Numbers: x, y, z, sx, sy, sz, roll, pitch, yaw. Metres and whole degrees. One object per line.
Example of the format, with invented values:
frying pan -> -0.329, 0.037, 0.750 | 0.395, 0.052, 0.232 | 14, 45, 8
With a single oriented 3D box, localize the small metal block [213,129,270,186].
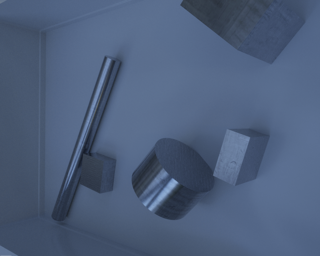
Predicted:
small metal block -> 0.085, 0.028, 0.319 | 0.025, 0.050, 0.050 | 23, 105, 37

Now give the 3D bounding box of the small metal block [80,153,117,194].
small metal block -> -0.097, 0.069, 0.484 | 0.050, 0.025, 0.050 | 13, 98, 39

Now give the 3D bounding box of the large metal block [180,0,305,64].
large metal block -> 0.081, -0.112, 0.303 | 0.080, 0.081, 0.050 | 49, 119, 28

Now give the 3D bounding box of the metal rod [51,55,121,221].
metal rod -> -0.125, 0.027, 0.507 | 0.025, 0.025, 0.298 | 35, 111, 34

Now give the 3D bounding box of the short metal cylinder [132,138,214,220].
short metal cylinder -> 0.015, 0.057, 0.357 | 0.080, 0.081, 0.050 | 52, 120, 27
